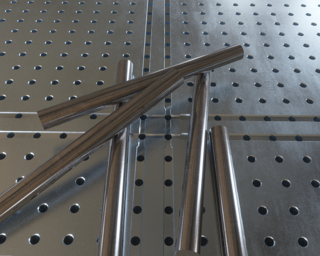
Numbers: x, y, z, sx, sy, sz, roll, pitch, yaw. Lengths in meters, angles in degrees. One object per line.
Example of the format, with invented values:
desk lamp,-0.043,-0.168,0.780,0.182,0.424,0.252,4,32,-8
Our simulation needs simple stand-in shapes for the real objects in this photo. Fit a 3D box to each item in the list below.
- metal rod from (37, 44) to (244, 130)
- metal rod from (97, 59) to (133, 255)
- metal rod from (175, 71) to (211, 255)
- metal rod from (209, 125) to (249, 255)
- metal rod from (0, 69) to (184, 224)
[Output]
metal rod,-0.013,-0.063,0.426,0.302,0.025,0.025,-22,54,-18
metal rod,-0.052,0.016,0.392,0.025,0.025,0.300,-1,50,-1
metal rod,0.049,0.010,0.399,0.025,0.025,0.300,7,50,5
metal rod,0.074,0.119,0.308,0.025,0.025,0.300,1,50,0
metal rod,-0.088,0.021,0.363,0.301,0.025,0.025,-39,60,-19
